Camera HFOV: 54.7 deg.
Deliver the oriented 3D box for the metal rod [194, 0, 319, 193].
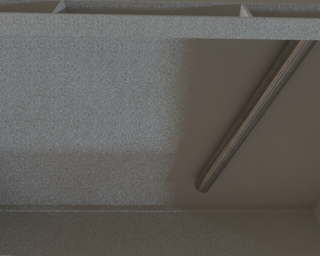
[{"bbox_3d":[0.116,-0.015,0.398,0.025,0.025,0.298,15,129,-13],"label":"metal rod"}]
